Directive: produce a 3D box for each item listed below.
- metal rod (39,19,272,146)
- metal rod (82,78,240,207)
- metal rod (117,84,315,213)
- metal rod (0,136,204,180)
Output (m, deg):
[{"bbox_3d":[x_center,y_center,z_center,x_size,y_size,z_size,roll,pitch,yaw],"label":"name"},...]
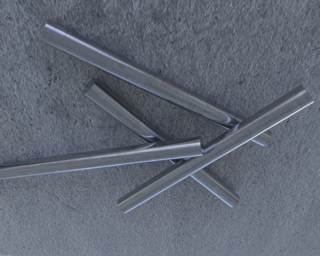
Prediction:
[{"bbox_3d":[0.011,-0.044,0.369,0.302,0.025,0.025,24,126,-19],"label":"metal rod"},{"bbox_3d":[0.018,0.035,0.436,0.025,0.025,0.301,-35,122,26],"label":"metal rod"},{"bbox_3d":[0.054,0.040,0.407,0.299,0.025,0.025,-36,122,26],"label":"metal rod"},{"bbox_3d":[-0.092,0.043,0.421,0.301,0.025,0.025,-8,130,15],"label":"metal rod"}]
